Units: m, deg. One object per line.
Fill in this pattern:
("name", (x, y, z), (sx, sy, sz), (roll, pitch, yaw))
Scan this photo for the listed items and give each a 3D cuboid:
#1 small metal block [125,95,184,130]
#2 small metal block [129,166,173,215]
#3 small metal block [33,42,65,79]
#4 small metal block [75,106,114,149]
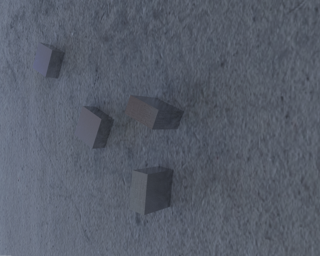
("small metal block", (-0.007, -0.020, 0.393), (0.050, 0.050, 0.025), (30, 109, 35))
("small metal block", (-0.010, 0.078, 0.395), (0.025, 0.050, 0.050), (8, 95, 39))
("small metal block", (-0.206, -0.125, 0.571), (0.050, 0.025, 0.050), (32, 110, 35))
("small metal block", (-0.104, -0.002, 0.488), (0.050, 0.025, 0.050), (32, 110, 35))
